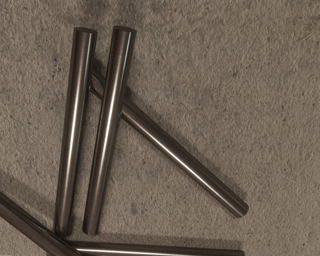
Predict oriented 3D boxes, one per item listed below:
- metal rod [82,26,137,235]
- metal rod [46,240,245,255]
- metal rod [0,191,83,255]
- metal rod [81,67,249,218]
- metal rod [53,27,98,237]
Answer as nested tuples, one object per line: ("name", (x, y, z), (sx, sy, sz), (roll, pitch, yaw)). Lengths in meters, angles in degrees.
("metal rod", (-0.071, 0.023, 0.397), (0.025, 0.025, 0.298), (12, 117, -5))
("metal rod", (-0.020, 0.195, 0.481), (0.302, 0.025, 0.025), (4, 110, -2))
("metal rod", (-0.207, 0.120, 0.435), (0.300, 0.025, 0.025), (42, 105, -8))
("metal rod", (0.012, 0.025, 0.419), (0.300, 0.025, 0.025), (42, 105, -14))
("metal rod", (-0.114, 0.024, 0.400), (0.025, 0.025, 0.298), (12, 116, -5))
